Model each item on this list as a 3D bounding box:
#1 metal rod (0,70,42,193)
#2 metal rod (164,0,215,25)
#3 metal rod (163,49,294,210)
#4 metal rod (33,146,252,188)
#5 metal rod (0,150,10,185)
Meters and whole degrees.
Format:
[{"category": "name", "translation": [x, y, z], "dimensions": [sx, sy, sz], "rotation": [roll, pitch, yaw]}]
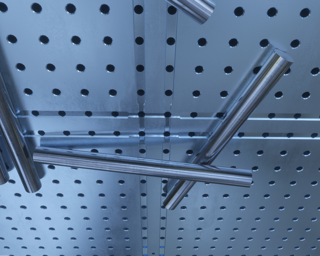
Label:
[{"category": "metal rod", "translation": [-0.197, -0.021, 0.390], "dimensions": [0.025, 0.025, 0.298], "rotation": [0, 130, -1]}, {"category": "metal rod", "translation": [-0.078, -0.178, 0.258], "dimensions": [0.302, 0.025, 0.025], "rotation": [26, 125, -21]}, {"category": "metal rod", "translation": [0.077, 0.023, 0.432], "dimensions": [0.025, 0.025, 0.298], "rotation": [19, 128, -16]}, {"category": "metal rod", "translation": [-0.025, 0.054, 0.435], "dimensions": [0.302, 0.025, 0.025], "rotation": [6, 130, 2]}, {"category": "metal rod", "translation": [-0.232, -0.035, 0.378], "dimensions": [0.025, 0.025, 0.298], "rotation": [3, 130, -3]}]
